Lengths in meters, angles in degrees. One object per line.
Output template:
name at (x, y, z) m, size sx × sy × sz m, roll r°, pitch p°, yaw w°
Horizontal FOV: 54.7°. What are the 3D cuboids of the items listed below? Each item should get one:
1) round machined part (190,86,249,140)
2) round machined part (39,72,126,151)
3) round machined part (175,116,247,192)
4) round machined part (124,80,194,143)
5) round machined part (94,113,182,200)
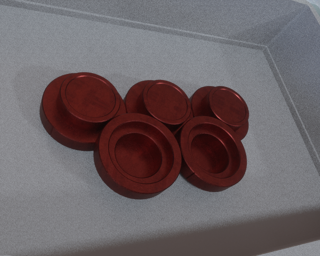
round machined part at (0.090, -0.022, 0.453) m, size 0.099 × 0.042 × 0.098 m, roll 13°, pitch 56°, yaw -20°
round machined part at (-0.085, -0.026, 0.361) m, size 0.099 × 0.042 × 0.098 m, roll 14°, pitch 55°, yaw -21°
round machined part at (0.060, 0.036, 0.402) m, size 0.099 × 0.042 × 0.098 m, roll 14°, pitch 56°, yaw -21°
round machined part at (0.001, -0.024, 0.407) m, size 0.099 × 0.042 × 0.098 m, roll 13°, pitch 56°, yaw -20°
round machined part at (-0.028, 0.035, 0.356) m, size 0.099 × 0.042 × 0.098 m, roll 14°, pitch 56°, yaw -21°
